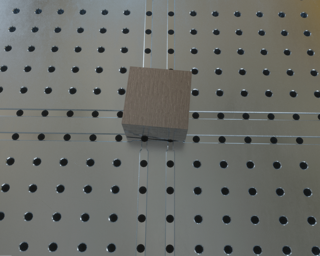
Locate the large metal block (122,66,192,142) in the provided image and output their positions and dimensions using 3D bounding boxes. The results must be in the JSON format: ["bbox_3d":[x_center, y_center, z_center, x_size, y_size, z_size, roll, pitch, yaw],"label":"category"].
[{"bbox_3d":[-0.003,-0.031,0.410,0.080,0.050,0.080,5,70,2],"label":"large metal block"}]
